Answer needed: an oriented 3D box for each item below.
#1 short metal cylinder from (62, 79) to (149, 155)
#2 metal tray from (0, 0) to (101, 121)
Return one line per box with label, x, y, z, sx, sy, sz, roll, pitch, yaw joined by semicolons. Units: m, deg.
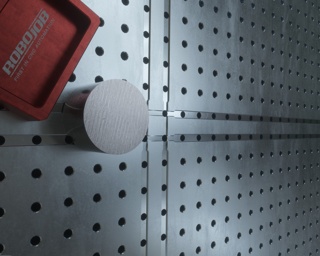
short metal cylinder;-0.059;-0.012;0.345;0.081;0.050;0.079;0;90;-40
metal tray;-0.126;-0.082;0.301;0.090;0.030;0.130;36;68;-35
